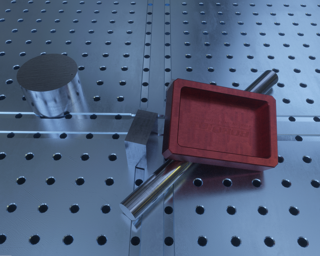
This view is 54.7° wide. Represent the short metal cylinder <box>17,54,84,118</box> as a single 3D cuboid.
[{"bbox_3d":[-0.153,-0.061,0.441,0.081,0.050,0.080,1,50,0],"label":"short metal cylinder"}]

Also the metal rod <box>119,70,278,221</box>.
[{"bbox_3d":[0.067,0.006,0.403,0.025,0.025,0.302,36,58,26],"label":"metal rod"}]

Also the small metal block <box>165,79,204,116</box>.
[{"bbox_3d":[0.035,-0.035,0.421,0.050,0.050,0.025,15,52,12],"label":"small metal block"}]

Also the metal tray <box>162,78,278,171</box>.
[{"bbox_3d":[0.072,-0.002,0.367,0.131,0.030,0.090,9,71,-11],"label":"metal tray"}]

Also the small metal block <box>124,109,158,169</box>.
[{"bbox_3d":[-0.021,0.014,0.379,0.025,0.050,0.050,12,51,9],"label":"small metal block"}]
